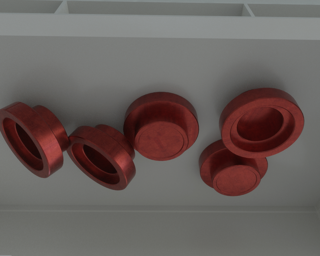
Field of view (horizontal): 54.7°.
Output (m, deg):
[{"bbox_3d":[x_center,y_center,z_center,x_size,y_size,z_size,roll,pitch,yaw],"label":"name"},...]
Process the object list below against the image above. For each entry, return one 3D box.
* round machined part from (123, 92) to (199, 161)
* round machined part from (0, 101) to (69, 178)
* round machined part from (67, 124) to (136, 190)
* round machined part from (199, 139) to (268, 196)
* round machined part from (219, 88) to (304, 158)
[{"bbox_3d":[0.001,0.005,0.402,0.099,0.042,0.097,0,130,0],"label":"round machined part"},{"bbox_3d":[-0.152,0.010,0.385,0.098,0.042,0.097,25,135,28],"label":"round machined part"},{"bbox_3d":[-0.072,0.034,0.407,0.098,0.042,0.097,23,142,20],"label":"round machined part"},{"bbox_3d":[0.108,0.062,0.452,0.099,0.042,0.097,0,130,0],"label":"round machined part"},{"bbox_3d":[0.124,-0.010,0.390,0.099,0.042,0.097,0,130,0],"label":"round machined part"}]
